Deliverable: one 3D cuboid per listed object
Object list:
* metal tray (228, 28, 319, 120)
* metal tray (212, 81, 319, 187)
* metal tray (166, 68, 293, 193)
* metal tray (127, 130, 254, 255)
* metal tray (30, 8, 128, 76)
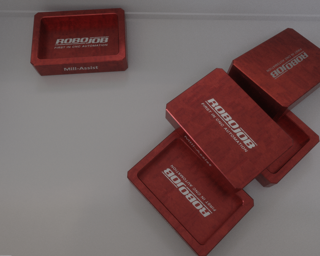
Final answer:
[{"bbox_3d":[0.165,-0.077,0.415,0.131,0.030,0.090,-33,67,-26],"label":"metal tray"},{"bbox_3d":[0.126,0.001,0.407,0.090,0.030,0.130,-40,75,-13],"label":"metal tray"},{"bbox_3d":[0.080,0.000,0.375,0.090,0.030,0.130,-37,74,-13],"label":"metal tray"},{"bbox_3d":[0.035,0.076,0.379,0.090,0.030,0.130,-41,75,-14],"label":"metal tray"},{"bbox_3d":[-0.115,-0.126,0.451,0.131,0.030,0.090,-4,70,-2],"label":"metal tray"}]
